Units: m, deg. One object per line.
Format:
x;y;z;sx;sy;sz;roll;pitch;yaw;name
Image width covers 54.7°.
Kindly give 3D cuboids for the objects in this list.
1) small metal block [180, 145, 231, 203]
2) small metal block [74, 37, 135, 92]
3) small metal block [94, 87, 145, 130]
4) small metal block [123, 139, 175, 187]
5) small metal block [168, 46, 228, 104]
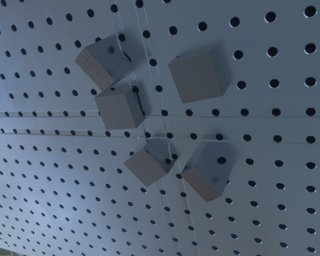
0.060;0.058;0.398;0.050;0.050;0.025;47;129;-5;small metal block
-0.066;-0.079;0.380;0.050;0.050;0.025;48;129;-6;small metal block
-0.055;-0.026;0.422;0.050;0.025;0.050;-3;117;29;small metal block
-0.017;0.052;0.450;0.050;0.025;0.050;47;129;-5;small metal block
0.044;-0.059;0.351;0.050;0.025;0.050;-9;114;31;small metal block
